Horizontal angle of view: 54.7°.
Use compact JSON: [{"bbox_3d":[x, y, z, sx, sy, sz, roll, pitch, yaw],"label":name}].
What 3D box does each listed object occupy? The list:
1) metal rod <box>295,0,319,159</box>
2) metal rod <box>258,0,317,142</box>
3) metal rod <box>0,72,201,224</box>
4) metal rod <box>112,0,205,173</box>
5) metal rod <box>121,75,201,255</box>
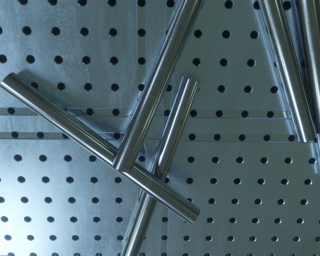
[{"bbox_3d":[0.202,-0.061,0.393,0.025,0.025,0.298,-17,110,6],"label":"metal rod"},{"bbox_3d":[0.142,-0.116,0.372,0.025,0.025,0.299,-22,109,7],"label":"metal rod"},{"bbox_3d":[-0.072,0.030,0.405,0.301,0.025,0.025,37,106,-6],"label":"metal rod"},{"bbox_3d":[0.011,-0.085,0.359,0.025,0.025,0.298,22,100,-8],"label":"metal rod"},{"bbox_3d":[-0.005,0.071,0.439,0.025,0.025,0.298,16,109,-6],"label":"metal rod"}]
